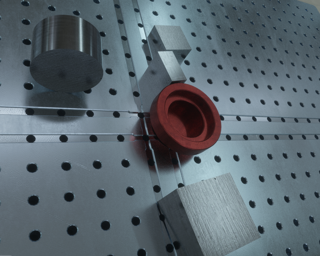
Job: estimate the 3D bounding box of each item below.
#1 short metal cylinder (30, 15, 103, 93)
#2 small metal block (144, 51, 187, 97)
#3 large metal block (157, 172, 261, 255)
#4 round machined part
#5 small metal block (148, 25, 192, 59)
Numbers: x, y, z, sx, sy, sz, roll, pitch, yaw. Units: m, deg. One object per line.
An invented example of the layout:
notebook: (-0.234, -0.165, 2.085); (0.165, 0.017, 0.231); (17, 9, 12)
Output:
short metal cylinder: (-0.109, -0.085, 0.367); (0.081, 0.080, 0.050); (6, 59, -26)
small metal block: (0.006, -0.074, 0.442); (0.025, 0.050, 0.050); (-11, 67, -33)
large metal block: (0.055, 0.106, 0.359); (0.081, 0.050, 0.080); (-10, 67, -33)
round machined part: (0.030, -0.009, 0.418); (0.099, 0.042, 0.098); (14, 59, -24)
small metal block: (0.016, -0.139, 0.503); (0.050, 0.025, 0.050); (-10, 67, -33)
